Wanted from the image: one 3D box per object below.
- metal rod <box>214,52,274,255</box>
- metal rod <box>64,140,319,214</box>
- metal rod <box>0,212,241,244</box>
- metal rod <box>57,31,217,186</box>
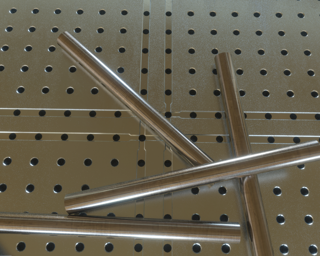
[{"bbox_3d":[0.107,0.037,0.399,0.025,0.025,0.299,-5,70,-2],"label":"metal rod"},{"bbox_3d":[0.036,0.059,0.368,0.302,0.025,0.025,-13,71,3],"label":"metal rod"},{"bbox_3d":[-0.058,0.118,0.367,0.302,0.025,0.025,2,70,0],"label":"metal rod"},{"bbox_3d":[-0.033,-0.034,0.423,0.300,0.025,0.025,42,75,13],"label":"metal rod"}]
